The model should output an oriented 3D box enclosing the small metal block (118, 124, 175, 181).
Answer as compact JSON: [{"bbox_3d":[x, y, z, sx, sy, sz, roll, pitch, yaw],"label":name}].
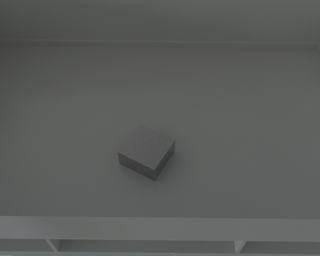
[{"bbox_3d":[-0.016,0.029,0.380,0.050,0.025,0.050,24,54,18],"label":"small metal block"}]
